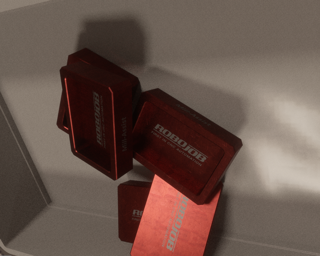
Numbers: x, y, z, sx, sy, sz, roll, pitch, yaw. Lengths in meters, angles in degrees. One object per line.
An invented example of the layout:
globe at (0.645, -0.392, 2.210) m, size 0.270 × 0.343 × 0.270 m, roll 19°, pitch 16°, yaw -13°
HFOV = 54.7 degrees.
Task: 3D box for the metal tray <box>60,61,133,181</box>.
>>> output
metal tray at (-0.077, -0.008, 0.385) m, size 0.090 × 0.030 × 0.129 m, roll 25°, pitch 129°, yaw 31°

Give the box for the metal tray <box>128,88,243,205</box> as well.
metal tray at (0.022, 0.021, 0.380) m, size 0.130 × 0.030 × 0.089 m, roll 34°, pitch 118°, yaw 18°

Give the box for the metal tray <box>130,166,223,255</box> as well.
metal tray at (0.024, 0.120, 0.411) m, size 0.090 × 0.030 × 0.129 m, roll 15°, pitch 81°, yaw 16°

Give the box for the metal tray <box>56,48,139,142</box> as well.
metal tray at (-0.091, -0.033, 0.430) m, size 0.090 × 0.030 × 0.129 m, roll 31°, pitch 128°, yaw 8°

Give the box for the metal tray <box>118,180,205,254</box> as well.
metal tray at (0.000, 0.130, 0.461) m, size 0.130 × 0.030 × 0.089 m, roll 1°, pitch 93°, yaw 27°
